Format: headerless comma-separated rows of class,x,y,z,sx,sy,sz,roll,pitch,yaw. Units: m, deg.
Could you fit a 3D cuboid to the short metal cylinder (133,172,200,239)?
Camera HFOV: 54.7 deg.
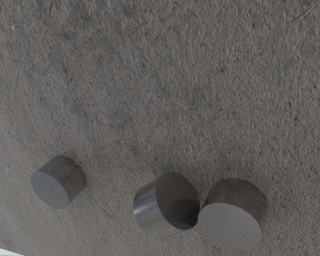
short metal cylinder,0.010,0.108,0.433,0.080,0.080,0.050,49,129,-6

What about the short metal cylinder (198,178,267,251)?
short metal cylinder,0.097,0.114,0.410,0.080,0.050,0.079,13,124,21

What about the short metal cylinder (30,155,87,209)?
short metal cylinder,-0.177,0.095,0.543,0.080,0.050,0.079,13,124,21
